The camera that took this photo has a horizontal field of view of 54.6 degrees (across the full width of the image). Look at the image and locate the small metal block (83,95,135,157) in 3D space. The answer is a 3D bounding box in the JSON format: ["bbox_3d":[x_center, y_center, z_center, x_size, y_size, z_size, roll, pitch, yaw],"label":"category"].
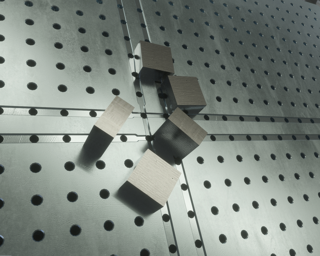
[{"bbox_3d":[-0.059,-0.002,0.361,0.025,0.050,0.050,34,51,-6],"label":"small metal block"}]

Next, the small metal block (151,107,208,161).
[{"bbox_3d":[0.024,0.009,0.399,0.050,0.050,0.025,41,51,-1],"label":"small metal block"}]

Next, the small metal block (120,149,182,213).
[{"bbox_3d":[-0.010,0.061,0.365,0.050,0.025,0.050,37,51,-4],"label":"small metal block"}]

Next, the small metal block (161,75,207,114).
[{"bbox_3d":[0.034,-0.048,0.456,0.050,0.025,0.050,-2,63,-29],"label":"small metal block"}]

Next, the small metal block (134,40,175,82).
[{"bbox_3d":[-0.009,-0.099,0.463,0.050,0.025,0.050,7,59,-25],"label":"small metal block"}]
